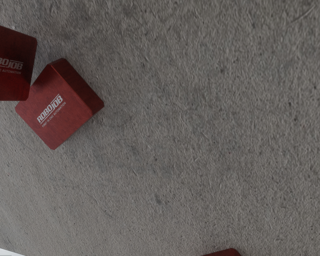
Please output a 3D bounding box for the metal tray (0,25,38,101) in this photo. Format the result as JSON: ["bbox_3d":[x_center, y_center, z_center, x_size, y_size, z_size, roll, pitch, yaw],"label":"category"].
[{"bbox_3d":[-0.206,-0.080,0.378,0.030,0.130,0.089,13,97,8],"label":"metal tray"}]

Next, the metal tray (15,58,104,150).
[{"bbox_3d":[-0.154,-0.031,0.466,0.130,0.030,0.090,-34,99,38],"label":"metal tray"}]

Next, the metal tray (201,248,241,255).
[{"bbox_3d":[0.121,0.259,0.500,0.130,0.030,0.090,49,129,-7],"label":"metal tray"}]
